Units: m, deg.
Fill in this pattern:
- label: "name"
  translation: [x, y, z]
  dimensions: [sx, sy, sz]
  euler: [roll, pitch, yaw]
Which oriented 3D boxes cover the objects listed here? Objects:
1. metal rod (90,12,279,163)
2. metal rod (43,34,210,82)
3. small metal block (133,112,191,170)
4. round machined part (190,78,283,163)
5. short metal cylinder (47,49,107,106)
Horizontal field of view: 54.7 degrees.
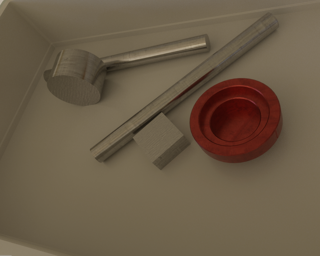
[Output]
- label: "metal rod"
  translation: [0.031, -0.053, 0.420]
  dimensions: [0.300, 0.025, 0.025]
  euler: [-37, 51, 2]
- label: "metal rod"
  translation: [-0.068, -0.108, 0.505]
  dimensions: [0.301, 0.025, 0.025]
  euler: [-6, 59, 24]
- label: "small metal block"
  translation: [0.002, 0.016, 0.394]
  dimensions: [0.050, 0.025, 0.050]
  euler: [-41, 51, -1]
- label: "round machined part"
  translation: [0.087, -0.005, 0.351]
  dimensions: [0.098, 0.042, 0.098]
  euler: [-13, 56, 20]
- label: "short metal cylinder"
  translation: [-0.128, -0.077, 0.483]
  dimensions: [0.080, 0.080, 0.050]
  euler: [-6, 59, 24]
